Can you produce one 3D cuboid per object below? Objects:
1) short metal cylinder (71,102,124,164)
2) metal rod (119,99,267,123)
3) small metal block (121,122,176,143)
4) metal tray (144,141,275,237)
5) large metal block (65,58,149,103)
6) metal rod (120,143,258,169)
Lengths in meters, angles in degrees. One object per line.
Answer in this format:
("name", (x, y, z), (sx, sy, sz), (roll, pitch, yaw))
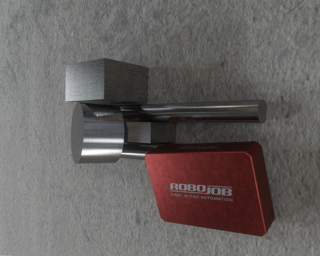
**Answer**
("short metal cylinder", (-0.085, 0.007, 0.412), (0.080, 0.050, 0.080), (-8, 81, 63))
("metal rod", (-0.010, -0.020, 0.413), (0.300, 0.025, 0.025), (1, 91, 39))
("small metal block", (-0.014, 0.005, 0.399), (0.050, 0.050, 0.025), (1, 91, 39))
("metal tray", (0.050, 0.064, 0.342), (0.130, 0.030, 0.089), (-5, 105, 38))
("large metal block", (-0.072, -0.061, 0.429), (0.080, 0.081, 0.050), (1, 91, 39))
("metal rod", (-0.014, 0.031, 0.416), (0.300, 0.025, 0.025), (0, 90, 39))
